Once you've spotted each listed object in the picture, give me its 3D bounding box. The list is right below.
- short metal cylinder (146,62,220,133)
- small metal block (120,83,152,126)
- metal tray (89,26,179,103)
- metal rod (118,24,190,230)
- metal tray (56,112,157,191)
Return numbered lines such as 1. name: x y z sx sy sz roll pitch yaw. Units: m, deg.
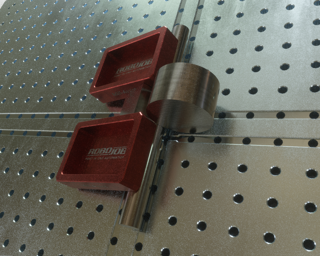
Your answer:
1. short metal cylinder: 0.028 -0.034 0.375 0.080 0.080 0.050 0 62 28
2. small metal block: -0.031 -0.026 0.422 0.050 0.025 0.050 -23 45 54
3. metal tray: -0.041 -0.091 0.460 0.130 0.030 0.090 -7 58 39
4. metal rod: -0.001 -0.019 0.415 0.025 0.025 0.300 0 62 28
5. metal tray: -0.072 0.032 0.401 0.130 0.030 0.090 -7 58 39
